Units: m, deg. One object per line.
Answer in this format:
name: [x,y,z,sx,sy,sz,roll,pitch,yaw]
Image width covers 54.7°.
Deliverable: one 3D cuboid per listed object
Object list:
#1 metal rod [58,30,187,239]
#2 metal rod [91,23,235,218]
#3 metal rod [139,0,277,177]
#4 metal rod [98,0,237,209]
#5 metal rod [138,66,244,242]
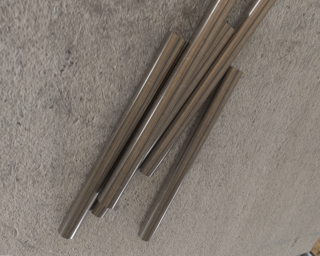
metal rod: [-0.054,0.019,0.390,0.025,0.025,0.298,20,108,-36]
metal rod: [-0.004,-0.004,0.403,0.025,0.025,0.299,26,104,-38]
metal rod: [0.061,-0.060,0.404,0.025,0.025,0.299,26,104,-38]
metal rod: [0.006,-0.031,0.373,0.025,0.025,0.299,23,102,-37]
metal rod: [0.038,0.047,0.458,0.025,0.025,0.298,14,111,-34]
